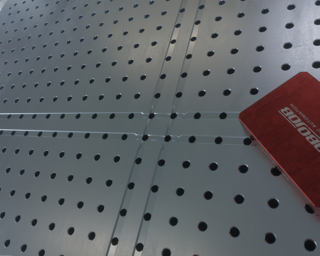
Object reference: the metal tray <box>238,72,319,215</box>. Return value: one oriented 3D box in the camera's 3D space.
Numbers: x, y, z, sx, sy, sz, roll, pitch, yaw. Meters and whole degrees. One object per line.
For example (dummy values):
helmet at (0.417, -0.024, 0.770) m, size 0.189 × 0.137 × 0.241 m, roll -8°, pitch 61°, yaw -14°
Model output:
metal tray at (0.155, 0.010, 0.318) m, size 0.090 × 0.030 × 0.130 m, roll -35°, pitch 51°, yaw 5°
